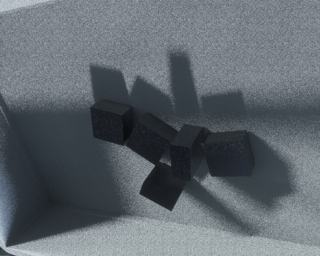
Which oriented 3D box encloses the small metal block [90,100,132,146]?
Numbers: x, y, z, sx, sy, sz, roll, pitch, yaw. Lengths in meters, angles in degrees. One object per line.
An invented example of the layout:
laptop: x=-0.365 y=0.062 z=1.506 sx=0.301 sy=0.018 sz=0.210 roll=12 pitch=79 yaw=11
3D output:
small metal block: x=-0.067 y=-0.008 z=0.434 sx=0.050 sy=0.025 sz=0.050 roll=14 pitch=124 yaw=20

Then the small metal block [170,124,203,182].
small metal block: x=0.035 y=0.030 z=0.390 sx=0.025 sy=0.050 sz=0.050 roll=9 pitch=122 yaw=23

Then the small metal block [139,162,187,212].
small metal block: x=0.007 y=0.080 z=0.434 sx=0.050 sy=0.050 sz=0.025 roll=27 pitch=128 yaw=10

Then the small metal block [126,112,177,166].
small metal block: x=-0.012 y=0.015 z=0.419 sx=0.050 sy=0.025 sz=0.050 roll=33 pitch=129 yaw=5

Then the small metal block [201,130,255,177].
small metal block: x=0.084 y=0.032 z=0.380 sx=0.050 sy=0.025 sz=0.050 roll=-6 pitch=116 yaw=30
